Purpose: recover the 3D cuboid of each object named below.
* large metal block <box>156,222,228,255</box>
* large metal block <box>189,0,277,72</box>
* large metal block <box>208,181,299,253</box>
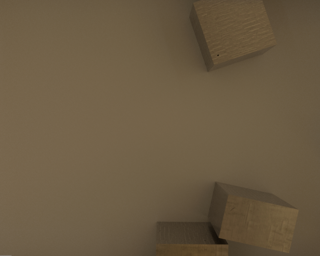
[{"bbox_3d":[0.036,0.154,0.384,0.081,0.080,0.050,1,90,0],"label":"large metal block"},{"bbox_3d":[0.091,-0.127,0.399,0.080,0.050,0.080,-19,90,0],"label":"large metal block"},{"bbox_3d":[0.110,0.106,0.385,0.080,0.080,0.050,12,90,0],"label":"large metal block"}]
